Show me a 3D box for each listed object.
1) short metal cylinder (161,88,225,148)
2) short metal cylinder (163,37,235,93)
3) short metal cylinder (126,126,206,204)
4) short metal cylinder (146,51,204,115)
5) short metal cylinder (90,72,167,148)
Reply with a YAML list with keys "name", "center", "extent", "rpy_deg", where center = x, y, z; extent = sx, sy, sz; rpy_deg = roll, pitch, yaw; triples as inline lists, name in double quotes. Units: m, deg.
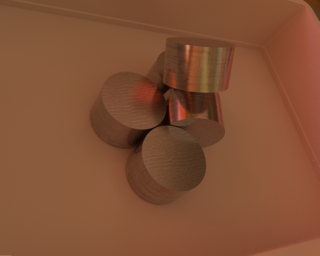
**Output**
- name: "short metal cylinder"
  center: [0.040, -0.012, 0.400]
  extent: [0.081, 0.080, 0.050]
  rpy_deg: [13, 57, -22]
- name: "short metal cylinder"
  center: [0.045, -0.078, 0.371]
  extent: [0.081, 0.050, 0.080]
  rpy_deg: [4, 23, -1]
- name: "short metal cylinder"
  center: [0.007, 0.044, 0.365]
  extent: [0.081, 0.050, 0.080]
  rpy_deg: [14, 56, -21]
- name: "short metal cylinder"
  center: [0.022, -0.064, 0.440]
  extent: [0.081, 0.050, 0.080]
  rpy_deg: [14, 56, -21]
- name: "short metal cylinder"
  center: [-0.039, -0.022, 0.380]
  extent: [0.081, 0.050, 0.080]
  rpy_deg: [14, 56, -21]
